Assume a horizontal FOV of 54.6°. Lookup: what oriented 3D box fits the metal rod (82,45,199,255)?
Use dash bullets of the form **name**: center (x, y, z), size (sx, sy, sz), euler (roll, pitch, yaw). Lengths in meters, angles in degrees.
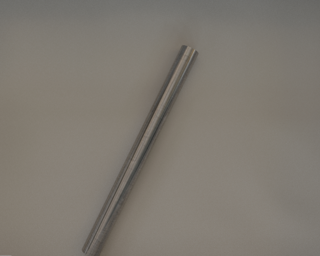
- **metal rod**: center (-0.026, 0.031, 0.411), size (0.025, 0.025, 0.299), euler (26, 90, 0)
